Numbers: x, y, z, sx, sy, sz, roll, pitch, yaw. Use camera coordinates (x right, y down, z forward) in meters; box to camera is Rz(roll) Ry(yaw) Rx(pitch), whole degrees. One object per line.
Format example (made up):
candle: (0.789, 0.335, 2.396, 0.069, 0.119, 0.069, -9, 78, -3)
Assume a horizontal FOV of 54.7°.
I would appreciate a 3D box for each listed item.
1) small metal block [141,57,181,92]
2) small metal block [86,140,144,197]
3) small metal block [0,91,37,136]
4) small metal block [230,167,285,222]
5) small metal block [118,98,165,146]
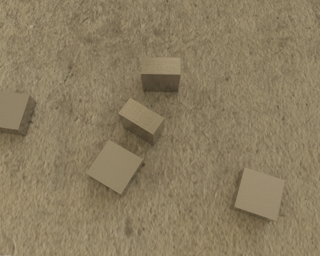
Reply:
small metal block: (0.001, -0.072, 0.421, 0.050, 0.050, 0.025, 1, 70, 0)
small metal block: (-0.055, 0.051, 0.389, 0.050, 0.025, 0.050, 29, 72, 9)
small metal block: (-0.201, -0.020, 0.413, 0.050, 0.025, 0.050, 8, 70, 2)
small metal block: (0.119, 0.082, 0.380, 0.050, 0.025, 0.050, 18, 71, 6)
small metal block: (-0.023, -0.006, 0.397, 0.050, 0.050, 0.025, 31, 73, 10)
